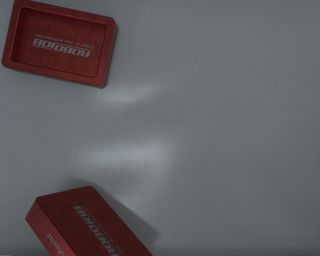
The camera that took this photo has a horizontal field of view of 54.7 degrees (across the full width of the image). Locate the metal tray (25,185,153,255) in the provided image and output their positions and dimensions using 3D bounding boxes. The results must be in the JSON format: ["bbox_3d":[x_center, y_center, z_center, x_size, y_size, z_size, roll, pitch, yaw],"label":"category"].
[{"bbox_3d":[-0.078,0.126,0.353,0.130,0.090,0.030,42,110,24],"label":"metal tray"}]

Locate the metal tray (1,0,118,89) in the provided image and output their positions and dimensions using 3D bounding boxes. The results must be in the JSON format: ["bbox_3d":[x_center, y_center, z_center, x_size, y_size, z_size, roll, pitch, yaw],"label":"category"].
[{"bbox_3d":[-0.129,-0.109,0.407,0.131,0.030,0.089,12,90,-1],"label":"metal tray"}]
